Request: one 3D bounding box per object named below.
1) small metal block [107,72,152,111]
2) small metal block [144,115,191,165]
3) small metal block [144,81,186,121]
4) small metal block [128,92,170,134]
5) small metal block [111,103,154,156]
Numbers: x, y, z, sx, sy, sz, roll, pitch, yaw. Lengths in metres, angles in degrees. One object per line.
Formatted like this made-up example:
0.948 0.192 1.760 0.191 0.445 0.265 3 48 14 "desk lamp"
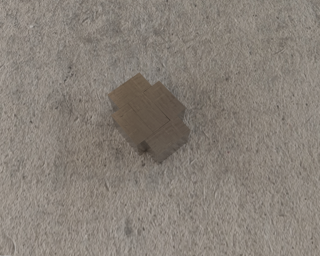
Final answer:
-0.038 -0.039 0.409 0.050 0.050 0.025 -37 75 -13 "small metal block"
0.009 0.017 0.389 0.050 0.050 0.025 -37 75 -13 "small metal block"
0.006 -0.026 0.405 0.025 0.050 0.050 -39 75 -13 "small metal block"
-0.014 -0.011 0.399 0.025 0.050 0.050 -38 75 -13 "small metal block"
-0.033 0.004 0.394 0.025 0.050 0.050 -38 75 -13 "small metal block"
